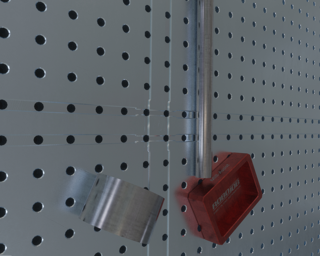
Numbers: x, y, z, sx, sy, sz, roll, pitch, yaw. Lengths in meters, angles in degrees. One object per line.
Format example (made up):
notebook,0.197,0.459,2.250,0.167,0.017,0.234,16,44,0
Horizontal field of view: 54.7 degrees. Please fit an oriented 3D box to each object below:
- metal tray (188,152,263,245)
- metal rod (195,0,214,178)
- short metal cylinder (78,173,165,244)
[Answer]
metal tray,0.110,0.109,0.498,0.131,0.030,0.090,-34,111,-35
metal rod,0.067,-0.076,0.465,0.025,0.025,0.298,1,90,-40
short metal cylinder,-0.041,0.088,0.340,0.080,0.080,0.050,33,70,-35
